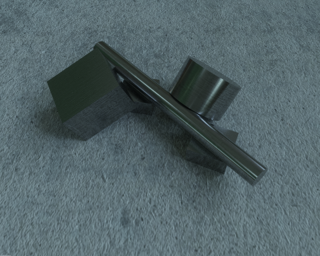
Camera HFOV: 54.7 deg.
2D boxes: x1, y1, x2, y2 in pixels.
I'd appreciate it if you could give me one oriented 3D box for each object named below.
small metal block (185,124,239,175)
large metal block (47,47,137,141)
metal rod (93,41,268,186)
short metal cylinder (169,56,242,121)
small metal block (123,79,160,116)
[{"bbox_3d":[0.065,0.024,0.386,0.050,0.025,0.050,19,52,15],"label":"small metal block"},{"bbox_3d":[-0.089,-0.044,0.403,0.080,0.050,0.080,-34,55,3],"label":"large metal block"},{"bbox_3d":[0.007,-0.034,0.401,0.025,0.025,0.300,-34,58,-25],"label":"metal rod"},{"bbox_3d":[0.059,-0.052,0.407,0.080,0.050,0.080,28,18,-10],"label":"short metal cylinder"},{"bbox_3d":[-0.031,-0.047,0.444,0.050,0.025,0.050,10,51,7],"label":"small metal block"}]
